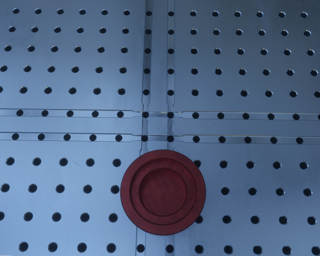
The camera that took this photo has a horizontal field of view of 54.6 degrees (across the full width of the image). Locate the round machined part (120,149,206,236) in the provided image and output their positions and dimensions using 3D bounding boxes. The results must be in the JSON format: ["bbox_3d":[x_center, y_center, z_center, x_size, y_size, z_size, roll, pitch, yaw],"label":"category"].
[{"bbox_3d":[0.004,0.078,0.374,0.099,0.042,0.098,0,70,0],"label":"round machined part"}]
